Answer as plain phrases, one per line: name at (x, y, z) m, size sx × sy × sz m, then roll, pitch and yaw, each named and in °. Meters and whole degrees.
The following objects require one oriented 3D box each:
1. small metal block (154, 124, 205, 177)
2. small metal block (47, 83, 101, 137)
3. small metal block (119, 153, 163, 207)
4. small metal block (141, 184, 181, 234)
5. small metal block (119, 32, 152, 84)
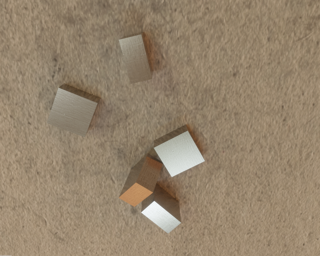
small metal block at (0.026, 0.031, 0.422) m, size 0.050 × 0.025 × 0.050 m, roll -28°, pitch 108°, yaw 9°
small metal block at (-0.111, -0.023, 0.400) m, size 0.050 × 0.025 × 0.050 m, roll 22°, pitch 108°, yaw -8°
small metal block at (-0.025, 0.069, 0.413) m, size 0.025 × 0.050 × 0.050 m, roll 33°, pitch 134°, yaw -12°
small metal block at (0.002, 0.111, 0.438) m, size 0.050 × 0.050 × 0.025 m, roll 42°, pitch 105°, yaw -14°
small metal block at (-0.027, -0.084, 0.365) m, size 0.025 × 0.050 × 0.050 m, roll -12°, pitch 110°, yaw 4°
